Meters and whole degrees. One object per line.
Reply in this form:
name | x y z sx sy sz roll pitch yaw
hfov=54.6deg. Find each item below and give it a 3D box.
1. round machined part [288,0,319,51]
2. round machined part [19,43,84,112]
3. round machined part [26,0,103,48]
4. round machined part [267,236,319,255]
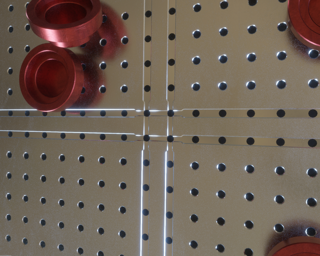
round machined part | 0.191 -0.131 0.336 0.098 0.042 0.097 0 90 20
round machined part | -0.154 -0.072 0.459 0.098 0.042 0.097 0 90 20
round machined part | -0.129 -0.150 0.432 0.099 0.042 0.098 1 54 -1
round machined part | 0.166 0.169 0.345 0.098 0.042 0.097 0 90 20
